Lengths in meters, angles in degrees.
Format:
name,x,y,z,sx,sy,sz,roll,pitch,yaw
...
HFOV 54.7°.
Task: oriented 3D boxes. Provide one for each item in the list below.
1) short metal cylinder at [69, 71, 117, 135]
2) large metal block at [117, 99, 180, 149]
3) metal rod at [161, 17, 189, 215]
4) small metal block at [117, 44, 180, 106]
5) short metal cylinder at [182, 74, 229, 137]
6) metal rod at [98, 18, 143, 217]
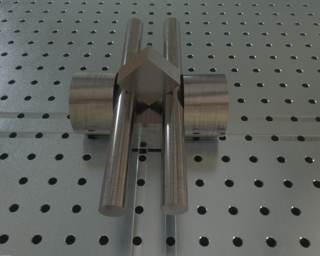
name,x,y,z,sx,sy,sz,roll,pitch,yaw
short metal cylinder,-0.078,-0.031,0.393,0.050,0.080,0.080,1,50,1
large metal block,-0.013,-0.020,0.403,0.081,0.050,0.080,1,50,0
metal rod,0.015,-0.042,0.374,0.025,0.025,0.300,1,50,0
small metal block,-0.013,-0.059,0.354,0.050,0.050,0.025,-31,41,33
short metal cylinder,0.053,-0.028,0.391,0.050,0.080,0.080,0,50,1
metal rod,-0.040,-0.041,0.372,0.025,0.025,0.300,1,50,0
